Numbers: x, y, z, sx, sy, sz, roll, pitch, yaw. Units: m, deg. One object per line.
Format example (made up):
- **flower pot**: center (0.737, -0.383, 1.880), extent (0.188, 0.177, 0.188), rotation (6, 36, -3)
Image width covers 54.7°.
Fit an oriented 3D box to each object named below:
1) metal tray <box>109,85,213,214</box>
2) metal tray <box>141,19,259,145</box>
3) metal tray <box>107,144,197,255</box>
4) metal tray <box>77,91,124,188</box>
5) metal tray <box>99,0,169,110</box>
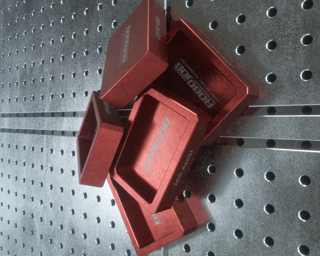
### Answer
- **metal tray**: center (-0.005, 0.023, 0.369), extent (0.090, 0.030, 0.129), rotation (35, 111, 34)
- **metal tray**: center (0.041, -0.054, 0.370), extent (0.090, 0.030, 0.130), rotation (-51, 61, 27)
- **metal tray**: center (-0.017, 0.094, 0.418), extent (0.090, 0.030, 0.130), rotation (-40, 66, 32)
- **metal tray**: center (-0.089, 0.011, 0.437), extent (0.089, 0.030, 0.130), rotation (-67, 24, 18)
- **metal tray**: center (-0.032, -0.097, 0.391), extent (0.090, 0.030, 0.130), rotation (-37, 37, 33)
